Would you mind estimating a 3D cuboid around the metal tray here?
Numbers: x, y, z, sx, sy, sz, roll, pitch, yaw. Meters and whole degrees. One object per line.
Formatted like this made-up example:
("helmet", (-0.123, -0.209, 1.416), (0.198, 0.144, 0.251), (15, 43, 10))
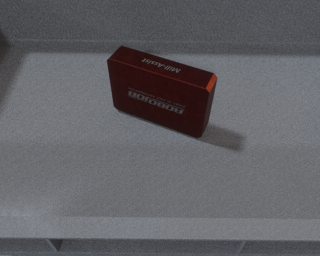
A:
("metal tray", (0.001, -0.045, 0.396), (0.130, 0.089, 0.030), (20, 53, 15))
